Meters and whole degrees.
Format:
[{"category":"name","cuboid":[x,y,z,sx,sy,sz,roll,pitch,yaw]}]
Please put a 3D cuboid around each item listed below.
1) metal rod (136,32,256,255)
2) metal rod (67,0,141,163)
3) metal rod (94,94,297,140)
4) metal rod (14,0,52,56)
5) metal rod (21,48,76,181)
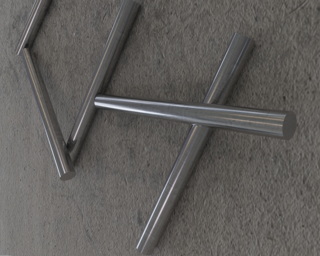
[{"category":"metal rod","cuboid":[0.035,0.033,0.376,0.025,0.025,0.298,36,112,34]},{"category":"metal rod","cuboid":[-0.103,-0.056,0.489,0.025,0.025,0.298,41,115,32]},{"category":"metal rod","cuboid":[0.009,-0.021,0.370,0.300,0.025,0.025,11,97,47]},{"category":"metal rod","cuboid":[-0.207,-0.260,0.576,0.298,0.025,0.025,-52,60,27]},{"category":"metal rod","cuboid":[-0.206,-0.039,0.554,0.025,0.025,0.299,-48,55,29]}]
